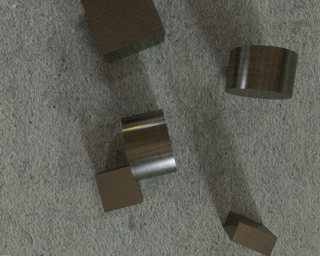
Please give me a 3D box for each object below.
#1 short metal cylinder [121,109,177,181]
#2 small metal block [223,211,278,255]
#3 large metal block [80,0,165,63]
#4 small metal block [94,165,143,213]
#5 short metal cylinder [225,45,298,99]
[{"bbox_3d":[-0.013,0.021,0.382,0.050,0.080,0.080,-13,90,0],"label":"short metal cylinder"},{"bbox_3d":[0.114,0.135,0.399,0.050,0.050,0.025,23,90,-1],"label":"small metal block"},{"bbox_3d":[-0.046,-0.139,0.397,0.080,0.050,0.080,-22,90,-1],"label":"large metal block"},{"bbox_3d":[-0.053,0.078,0.409,0.050,0.025,0.050,-15,90,-1],"label":"small metal block"},{"bbox_3d":[0.124,-0.066,0.384,0.081,0.080,0.050,8,90,-1],"label":"short metal cylinder"}]
